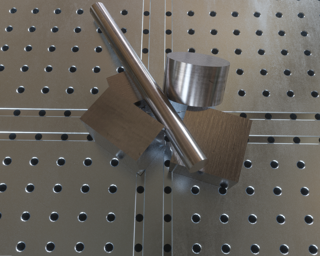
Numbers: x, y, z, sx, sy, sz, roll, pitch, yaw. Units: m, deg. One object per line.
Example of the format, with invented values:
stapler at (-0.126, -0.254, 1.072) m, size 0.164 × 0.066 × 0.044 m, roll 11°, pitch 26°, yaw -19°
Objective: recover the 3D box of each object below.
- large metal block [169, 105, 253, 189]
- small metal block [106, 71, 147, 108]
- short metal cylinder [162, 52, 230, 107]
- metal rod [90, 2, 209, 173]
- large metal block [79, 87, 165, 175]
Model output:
large metal block at (0.062, 0.023, 0.390) m, size 0.080 × 0.050 × 0.080 m, roll 17°, pitch 71°, yaw 5°
small metal block at (-0.040, -0.052, 0.431) m, size 0.050 × 0.025 × 0.050 m, roll -23°, pitch 72°, yaw -9°
short metal cylinder at (0.045, -0.065, 0.400) m, size 0.080 × 0.080 × 0.050 m, roll 8°, pitch 114°, yaw 2°
metal rod at (-0.027, -0.071, 0.405) m, size 0.025 × 0.025 × 0.299 m, roll -26°, pitch 61°, yaw -10°
large metal block at (-0.042, 0.007, 0.379) m, size 0.080 × 0.080 × 0.050 m, roll 35°, pitch 74°, yaw 11°
